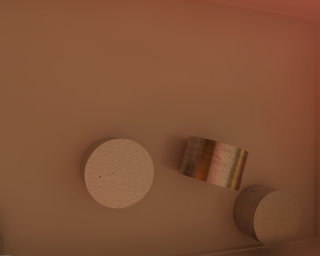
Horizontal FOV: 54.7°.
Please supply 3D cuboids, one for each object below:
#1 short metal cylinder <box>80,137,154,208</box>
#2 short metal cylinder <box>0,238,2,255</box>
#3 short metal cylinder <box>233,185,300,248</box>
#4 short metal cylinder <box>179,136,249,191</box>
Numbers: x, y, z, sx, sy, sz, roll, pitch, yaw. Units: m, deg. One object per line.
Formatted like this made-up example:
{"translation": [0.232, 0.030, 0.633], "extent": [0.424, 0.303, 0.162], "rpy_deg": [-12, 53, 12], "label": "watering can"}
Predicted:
{"translation": [-0.054, 0.052, 0.377], "extent": [0.081, 0.050, 0.080], "rpy_deg": [0, 90, -20], "label": "short metal cylinder"}
{"translation": [-0.205, 0.129, 0.308], "extent": [0.081, 0.050, 0.080], "rpy_deg": [8, 66, -18], "label": "short metal cylinder"}
{"translation": [0.156, 0.127, 0.455], "extent": [0.081, 0.050, 0.080], "rpy_deg": [0, 90, -20], "label": "short metal cylinder"}
{"translation": [0.070, 0.046, 0.407], "extent": [0.081, 0.080, 0.050], "rpy_deg": [18, 84, -19], "label": "short metal cylinder"}
